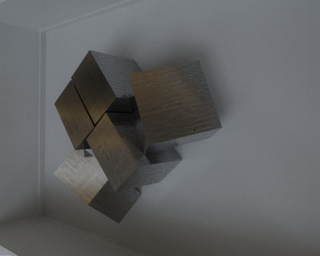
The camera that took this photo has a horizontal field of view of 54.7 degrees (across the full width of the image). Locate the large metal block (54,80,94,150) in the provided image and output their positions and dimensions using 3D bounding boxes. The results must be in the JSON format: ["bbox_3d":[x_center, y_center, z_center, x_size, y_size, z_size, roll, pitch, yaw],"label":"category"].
[{"bbox_3d":[-0.090,-0.018,0.441,0.050,0.081,0.080,-45,63,30],"label":"large metal block"}]

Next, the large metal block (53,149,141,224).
[{"bbox_3d":[-0.085,0.078,0.428,0.080,0.080,0.050,28,73,36],"label":"large metal block"}]

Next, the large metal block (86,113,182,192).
[{"bbox_3d":[-0.033,0.028,0.393,0.050,0.081,0.080,-49,61,29],"label":"large metal block"}]

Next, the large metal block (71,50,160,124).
[{"bbox_3d":[-0.058,-0.051,0.415,0.050,0.081,0.080,-46,63,30],"label":"large metal block"}]

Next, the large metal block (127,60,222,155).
[{"bbox_3d":[0.013,-0.022,0.349,0.050,0.081,0.080,118,137,-72],"label":"large metal block"}]
